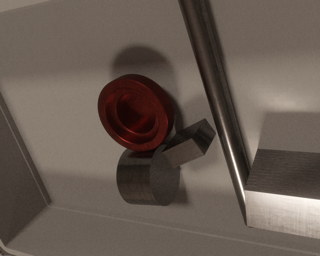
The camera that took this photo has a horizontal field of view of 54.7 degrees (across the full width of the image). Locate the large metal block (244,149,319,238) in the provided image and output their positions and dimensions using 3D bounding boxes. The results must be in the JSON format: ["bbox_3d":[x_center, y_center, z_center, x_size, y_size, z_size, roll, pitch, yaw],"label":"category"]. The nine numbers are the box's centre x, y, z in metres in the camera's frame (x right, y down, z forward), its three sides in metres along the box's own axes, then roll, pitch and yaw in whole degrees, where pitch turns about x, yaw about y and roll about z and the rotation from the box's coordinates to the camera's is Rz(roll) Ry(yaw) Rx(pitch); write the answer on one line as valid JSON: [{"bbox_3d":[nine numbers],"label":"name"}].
[{"bbox_3d":[0.143,0.068,0.339,0.080,0.080,0.050,3,120,26],"label":"large metal block"}]

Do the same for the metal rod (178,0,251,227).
[{"bbox_3d":[0.078,-0.004,0.364,0.025,0.025,0.298,-7,115,31],"label":"metal rod"}]

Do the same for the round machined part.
[{"bbox_3d":[-0.026,-0.022,0.394,0.098,0.042,0.097,13,121,22],"label":"round machined part"}]

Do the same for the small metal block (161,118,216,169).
[{"bbox_3d":[0.036,0.019,0.384,0.050,0.050,0.025,-29,103,37],"label":"small metal block"}]

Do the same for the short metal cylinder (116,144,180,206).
[{"bbox_3d":[-0.014,0.063,0.418,0.050,0.080,0.080,-5,116,30],"label":"short metal cylinder"}]
